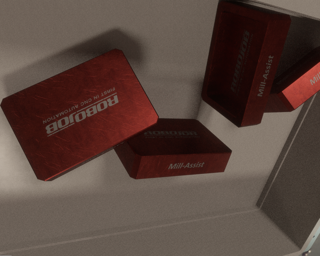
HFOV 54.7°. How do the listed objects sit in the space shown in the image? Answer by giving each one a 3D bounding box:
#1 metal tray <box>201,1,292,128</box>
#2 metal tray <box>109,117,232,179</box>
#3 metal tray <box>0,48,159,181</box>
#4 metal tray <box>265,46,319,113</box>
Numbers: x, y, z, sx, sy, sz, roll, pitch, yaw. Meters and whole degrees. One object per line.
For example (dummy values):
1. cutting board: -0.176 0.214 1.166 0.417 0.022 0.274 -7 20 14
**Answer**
1. metal tray: 0.096 -0.077 0.372 0.030 0.090 0.129 -8 122 -25
2. metal tray: 0.012 0.021 0.387 0.131 0.090 0.030 0 119 -29
3. metal tray: -0.079 -0.014 0.319 0.131 0.030 0.090 -28 85 -11
4. metal tray: 0.204 -0.072 0.435 0.130 0.090 0.030 -37 95 -3
